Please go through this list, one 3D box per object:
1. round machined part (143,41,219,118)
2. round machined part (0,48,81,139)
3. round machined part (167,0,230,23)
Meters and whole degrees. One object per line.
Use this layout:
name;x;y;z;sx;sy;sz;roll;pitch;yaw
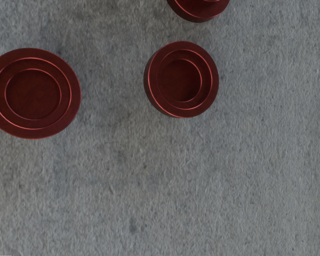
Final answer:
round machined part;0.025;-0.061;0.410;0.099;0.042;0.097;0;90;-21
round machined part;-0.141;-0.037;0.348;0.099;0.042;0.097;0;90;-21
round machined part;0.057;-0.199;0.422;0.099;0.042;0.097;0;90;-21
